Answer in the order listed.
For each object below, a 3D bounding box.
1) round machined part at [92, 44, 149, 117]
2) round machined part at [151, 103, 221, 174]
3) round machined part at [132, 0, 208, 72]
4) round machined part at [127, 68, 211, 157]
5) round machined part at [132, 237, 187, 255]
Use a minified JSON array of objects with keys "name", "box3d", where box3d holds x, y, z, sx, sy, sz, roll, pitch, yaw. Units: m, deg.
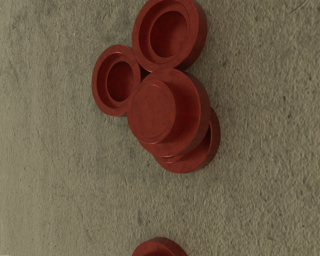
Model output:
[{"name":"round machined part","box3d":[-0.049,-0.064,0.434,0.098,0.042,0.097,0,90,40]},{"name":"round machined part","box3d":[0.020,0.007,0.377,0.098,0.042,0.097,0,90,40]},{"name":"round machined part","box3d":[0.016,-0.112,0.380,0.098,0.042,0.097,-1,88,38]},{"name":"round machined part","box3d":[0.002,-0.017,0.338,0.098,0.042,0.097,-1,89,40]},{"name":"round machined part","box3d":[-0.005,0.196,0.398,0.098,0.042,0.097,0,90,40]}]
